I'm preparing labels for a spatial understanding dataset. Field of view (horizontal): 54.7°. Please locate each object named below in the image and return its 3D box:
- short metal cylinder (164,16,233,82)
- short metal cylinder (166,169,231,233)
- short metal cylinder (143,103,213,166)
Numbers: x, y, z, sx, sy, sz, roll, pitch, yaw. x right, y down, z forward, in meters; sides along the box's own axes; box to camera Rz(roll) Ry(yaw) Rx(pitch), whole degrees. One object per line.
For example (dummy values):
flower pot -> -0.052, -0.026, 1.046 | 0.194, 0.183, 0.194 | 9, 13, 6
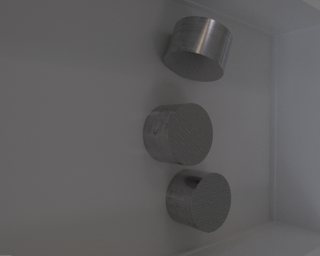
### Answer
short metal cylinder -> 0.051, -0.103, 0.413 | 0.080, 0.080, 0.050 | 28, 73, -37
short metal cylinder -> 0.055, 0.100, 0.436 | 0.081, 0.050, 0.080 | 0, 90, -40
short metal cylinder -> 0.024, 0.008, 0.411 | 0.081, 0.050, 0.080 | 0, 90, -40
